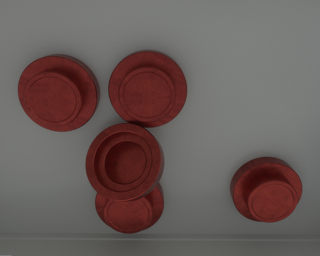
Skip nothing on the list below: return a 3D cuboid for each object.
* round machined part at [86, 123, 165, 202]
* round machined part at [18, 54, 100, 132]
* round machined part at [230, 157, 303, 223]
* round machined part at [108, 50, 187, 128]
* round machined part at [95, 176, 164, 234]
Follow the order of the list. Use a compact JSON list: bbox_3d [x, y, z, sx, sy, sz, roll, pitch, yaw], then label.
[{"bbox_3d":[-0.042,0.046,0.402,0.098,0.042,0.098,-3,74,12],"label":"round machined part"},{"bbox_3d":[-0.128,-0.040,0.386,0.099,0.042,0.097,0,110,-1],"label":"round machined part"},{"bbox_3d":[0.153,0.094,0.439,0.099,0.042,0.097,0,110,-1],"label":"round machined part"},{"bbox_3d":[-0.015,-0.045,0.385,0.099,0.042,0.097,0,110,-1],"label":"round machined part"},{"bbox_3d":[-0.044,0.110,0.442,0.099,0.042,0.097,0,110,-1],"label":"round machined part"}]
